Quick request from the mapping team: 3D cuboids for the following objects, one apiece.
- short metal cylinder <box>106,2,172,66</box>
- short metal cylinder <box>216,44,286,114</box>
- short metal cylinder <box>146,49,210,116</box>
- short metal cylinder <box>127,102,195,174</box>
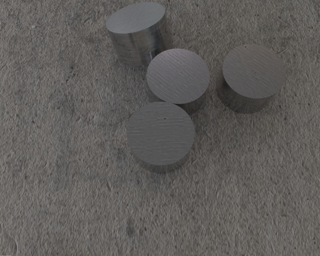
[{"bbox_3d":[-0.027,-0.130,0.426,0.080,0.050,0.080,-8,46,9],"label":"short metal cylinder"},{"bbox_3d":[0.120,-0.065,0.419,0.081,0.050,0.080,0,70,0],"label":"short metal cylinder"},{"bbox_3d":[0.023,-0.059,0.416,0.081,0.050,0.080,0,70,0],"label":"short metal cylinder"},{"bbox_3d":[0.001,0.013,0.390,0.081,0.050,0.080,0,70,0],"label":"short metal cylinder"}]
